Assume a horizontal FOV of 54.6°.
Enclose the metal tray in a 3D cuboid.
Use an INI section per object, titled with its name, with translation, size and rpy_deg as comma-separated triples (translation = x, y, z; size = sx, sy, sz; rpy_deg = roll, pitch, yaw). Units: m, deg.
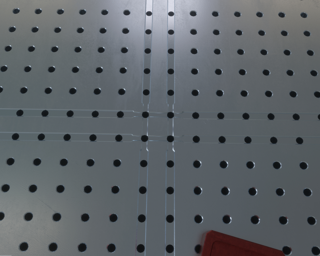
[metal tray]
translation = 0.079, 0.189, 0.340
size = 0.090, 0.030, 0.130
rpy_deg = 15, 71, 5
